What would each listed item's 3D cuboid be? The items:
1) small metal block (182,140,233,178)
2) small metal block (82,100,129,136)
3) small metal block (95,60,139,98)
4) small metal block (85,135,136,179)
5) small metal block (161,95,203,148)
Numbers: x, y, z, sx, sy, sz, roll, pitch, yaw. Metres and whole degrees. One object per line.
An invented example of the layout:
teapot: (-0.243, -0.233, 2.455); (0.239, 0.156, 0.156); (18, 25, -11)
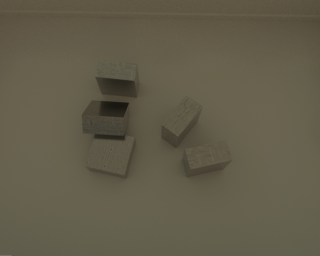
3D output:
small metal block: (0.056, 0.039, 0.383); (0.050, 0.050, 0.025); (-12, 71, -5)
small metal block: (-0.068, -0.014, 0.399); (0.050, 0.025, 0.050); (4, 25, 1)
small metal block: (-0.056, -0.065, 0.420); (0.050, 0.050, 0.025); (6, 70, 2)
small metal block: (-0.062, 0.033, 0.397); (0.050, 0.025, 0.050); (12, 70, 4)
small metal block: (0.027, -0.007, 0.399); (0.025, 0.050, 0.050); (36, 74, 12)
